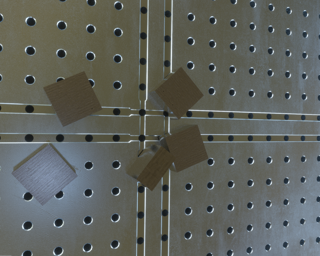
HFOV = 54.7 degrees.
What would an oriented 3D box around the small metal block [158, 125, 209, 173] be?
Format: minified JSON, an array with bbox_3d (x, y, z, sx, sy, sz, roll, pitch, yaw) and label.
[{"bbox_3d":[0.032,0.027,0.426,0.050,0.025,0.050,-21,97,-19],"label":"small metal block"}]

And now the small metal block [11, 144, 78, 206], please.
[{"bbox_3d":[-0.134,0.053,0.364,0.050,0.025,0.050,-41,103,-16],"label":"small metal block"}]

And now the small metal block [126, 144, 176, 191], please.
[{"bbox_3d":[-0.013,0.049,0.396,0.025,0.050,0.050,41,77,-16],"label":"small metal block"}]

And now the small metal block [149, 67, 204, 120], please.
[{"bbox_3d":[0.022,-0.046,0.422,0.050,0.025,0.050,-44,104,-15],"label":"small metal block"}]

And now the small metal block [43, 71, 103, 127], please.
[{"bbox_3d":[-0.105,-0.034,0.374,0.050,0.025,0.050,-27,99,-18],"label":"small metal block"}]
